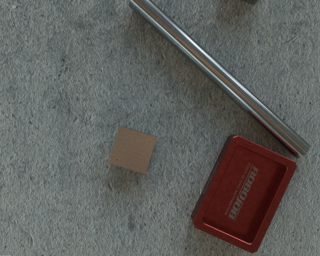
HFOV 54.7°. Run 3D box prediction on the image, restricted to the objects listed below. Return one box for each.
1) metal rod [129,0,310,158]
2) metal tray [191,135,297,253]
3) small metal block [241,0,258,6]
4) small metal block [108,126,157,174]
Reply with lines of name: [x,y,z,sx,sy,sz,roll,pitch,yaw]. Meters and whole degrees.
metal rod: [0.079,-0.070,0.410,0.300,0.025,0.025,42,90,-1]
metal tray: [0.108,0.085,0.408,0.090,0.030,0.129,25,90,-1]
small metal block: [0.115,-0.200,0.411,0.050,0.025,0.050,21,90,-1]
small metal block: [-0.035,0.028,0.410,0.050,0.025,0.050,17,90,-1]
